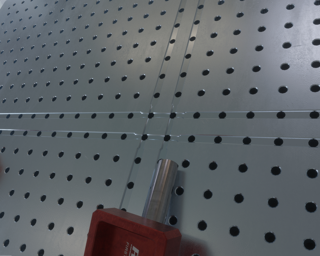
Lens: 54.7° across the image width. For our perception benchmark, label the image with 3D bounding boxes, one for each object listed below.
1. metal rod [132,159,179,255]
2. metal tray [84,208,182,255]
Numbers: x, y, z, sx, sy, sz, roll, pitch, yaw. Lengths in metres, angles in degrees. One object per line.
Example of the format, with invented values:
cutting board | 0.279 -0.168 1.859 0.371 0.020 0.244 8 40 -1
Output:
metal rod | -0.026 0.162 0.291 0.025 0.025 0.300 -3 50 26
metal tray | -0.036 0.154 0.303 0.090 0.030 0.129 8 84 31
